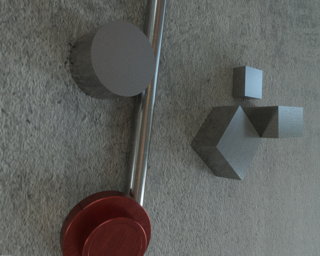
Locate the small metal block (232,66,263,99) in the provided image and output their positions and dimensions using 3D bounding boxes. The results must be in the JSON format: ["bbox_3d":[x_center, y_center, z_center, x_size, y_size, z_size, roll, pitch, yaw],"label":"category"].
[{"bbox_3d":[0.151,-0.077,0.535,0.050,0.025,0.050,3,88,-40],"label":"small metal block"}]

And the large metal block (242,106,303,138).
[{"bbox_3d":[0.185,-0.010,0.528,0.081,0.080,0.050,-1,91,-40],"label":"large metal block"}]

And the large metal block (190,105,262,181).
[{"bbox_3d":[0.104,0.022,0.479,0.080,0.050,0.080,50,61,-29],"label":"large metal block"}]

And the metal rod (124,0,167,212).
[{"bbox_3d":[-0.017,-0.047,0.392,0.025,0.025,0.298,11,83,-40],"label":"metal rod"}]

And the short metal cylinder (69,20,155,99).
[{"bbox_3d":[-0.053,-0.073,0.346,0.081,0.050,0.079,0,90,-40],"label":"short metal cylinder"}]

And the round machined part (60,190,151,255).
[{"bbox_3d":[-0.054,0.121,0.334,0.099,0.042,0.097,-5,100,-26],"label":"round machined part"}]
